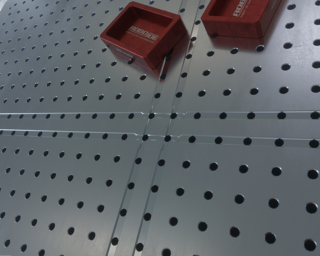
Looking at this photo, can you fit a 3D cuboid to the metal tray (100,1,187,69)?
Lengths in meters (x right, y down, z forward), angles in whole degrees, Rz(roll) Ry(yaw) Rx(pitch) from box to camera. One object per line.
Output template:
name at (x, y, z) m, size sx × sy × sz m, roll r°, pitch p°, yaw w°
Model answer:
metal tray at (-0.031, -0.159, 0.519) m, size 0.130 × 0.030 × 0.090 m, roll 33°, pitch 80°, yaw 38°

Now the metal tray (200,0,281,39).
metal tray at (0.129, -0.195, 0.457) m, size 0.090 × 0.030 × 0.130 m, roll 17°, pitch 71°, yaw 35°
